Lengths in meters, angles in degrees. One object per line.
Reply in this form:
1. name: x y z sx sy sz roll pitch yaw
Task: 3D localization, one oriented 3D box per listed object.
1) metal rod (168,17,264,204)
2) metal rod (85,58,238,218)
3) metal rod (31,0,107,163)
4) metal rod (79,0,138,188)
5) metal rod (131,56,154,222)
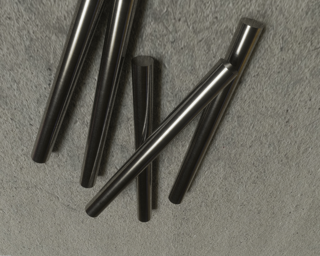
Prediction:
1. metal rod: 0.060 0.003 0.410 0.025 0.025 0.298 10 130 -9
2. metal rod: -0.015 0.031 0.398 0.025 0.025 0.299 29 123 -22
3. metal rod: -0.105 -0.062 0.353 0.025 0.025 0.298 20 127 -16
4. metal rod: -0.070 -0.027 0.383 0.025 0.025 0.298 12 129 -10
5. metal rod: -0.023 0.039 0.439 0.025 0.025 0.298 1 130 -1
